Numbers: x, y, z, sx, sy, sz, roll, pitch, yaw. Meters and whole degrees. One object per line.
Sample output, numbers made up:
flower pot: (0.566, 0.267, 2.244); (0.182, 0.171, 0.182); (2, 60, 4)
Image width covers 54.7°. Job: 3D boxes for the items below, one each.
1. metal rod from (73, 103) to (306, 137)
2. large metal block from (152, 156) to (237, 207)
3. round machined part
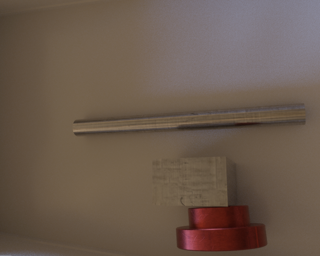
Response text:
metal rod: (0.022, -0.008, 0.401); (0.301, 0.025, 0.025); (-3, 89, 19)
large metal block: (0.043, 0.063, 0.361); (0.080, 0.080, 0.050); (-4, 78, 19)
round machined part: (0.067, 0.110, 0.349); (0.098, 0.098, 0.042); (-8, 74, 19)
